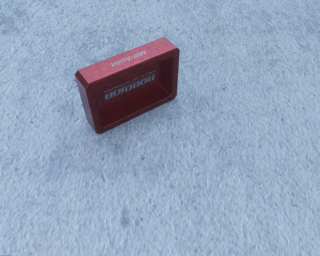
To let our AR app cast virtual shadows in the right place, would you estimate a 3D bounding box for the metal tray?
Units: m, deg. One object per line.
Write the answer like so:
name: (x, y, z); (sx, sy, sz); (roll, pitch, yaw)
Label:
metal tray: (-0.037, -0.055, 0.406); (0.131, 0.089, 0.030); (-27, 56, -21)
